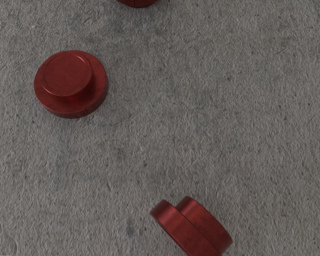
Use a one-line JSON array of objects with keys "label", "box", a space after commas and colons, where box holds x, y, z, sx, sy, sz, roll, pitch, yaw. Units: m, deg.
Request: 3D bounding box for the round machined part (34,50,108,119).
[{"label": "round machined part", "box": [-0.123, -0.065, 0.422, 0.099, 0.042, 0.098, 0, 70, 0]}]

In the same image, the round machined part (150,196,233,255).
[{"label": "round machined part", "box": [0.038, 0.111, 0.329, 0.042, 0.098, 0.098, -42, 76, -13]}]

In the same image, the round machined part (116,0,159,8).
[{"label": "round machined part", "box": [-0.034, -0.227, 0.482, 0.099, 0.042, 0.098, 0, 70, 0]}]
